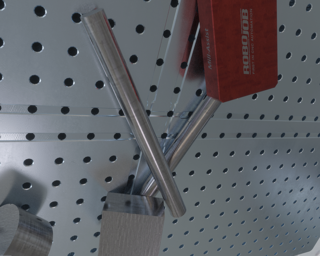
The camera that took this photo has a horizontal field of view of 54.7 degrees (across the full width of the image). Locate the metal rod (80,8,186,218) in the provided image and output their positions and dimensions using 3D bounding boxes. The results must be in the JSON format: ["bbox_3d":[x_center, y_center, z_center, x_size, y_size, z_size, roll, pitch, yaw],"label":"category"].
[{"bbox_3d":[-0.020,0.005,0.382,0.025,0.025,0.299,-28,122,-11],"label":"metal rod"}]

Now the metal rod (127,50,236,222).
[{"bbox_3d":[0.032,0.021,0.441,0.025,0.025,0.299,25,105,-37],"label":"metal rod"}]

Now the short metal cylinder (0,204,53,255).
[{"bbox_3d":[-0.175,0.137,0.365,0.080,0.080,0.050,-42,130,0],"label":"short metal cylinder"}]

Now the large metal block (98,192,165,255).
[{"bbox_3d":[-0.040,0.142,0.433,0.081,0.050,0.079,7,105,-4],"label":"large metal block"}]

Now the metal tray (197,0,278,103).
[{"bbox_3d":[0.098,-0.105,0.379,0.091,0.030,0.129,-17,113,-19],"label":"metal tray"}]
